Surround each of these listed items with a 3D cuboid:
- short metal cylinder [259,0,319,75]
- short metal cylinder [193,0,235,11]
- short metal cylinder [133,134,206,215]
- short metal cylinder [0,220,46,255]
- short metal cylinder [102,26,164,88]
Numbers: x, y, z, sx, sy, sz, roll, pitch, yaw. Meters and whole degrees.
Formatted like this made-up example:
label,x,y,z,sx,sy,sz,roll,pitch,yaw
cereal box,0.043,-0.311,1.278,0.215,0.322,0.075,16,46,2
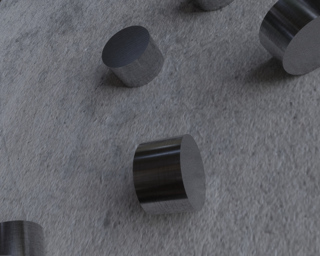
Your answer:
label,x,y,z,sx,sy,sz,roll,pitch,yaw
short metal cylinder,0.161,-0.107,0.350,0.080,0.080,0.050,-30,52,8
short metal cylinder,0.083,-0.232,0.486,0.080,0.050,0.080,-13,56,20
short metal cylinder,0.013,0.050,0.330,0.050,0.080,0.080,-12,57,22
short metal cylinder,-0.179,0.153,0.367,0.080,0.080,0.050,-31,52,8
short metal cylinder,-0.041,-0.109,0.474,0.080,0.050,0.080,-13,56,20
